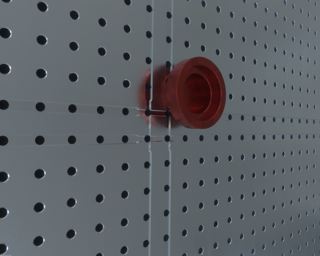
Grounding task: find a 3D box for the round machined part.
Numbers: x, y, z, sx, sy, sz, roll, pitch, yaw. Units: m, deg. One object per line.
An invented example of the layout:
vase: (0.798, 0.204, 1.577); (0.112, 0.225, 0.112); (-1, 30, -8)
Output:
round machined part: (0.045, -0.047, 0.434); (0.099, 0.042, 0.097); (0, 90, -40)
